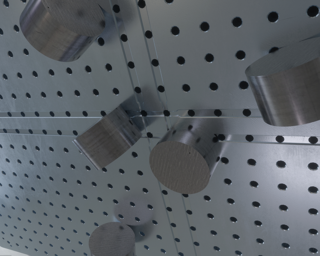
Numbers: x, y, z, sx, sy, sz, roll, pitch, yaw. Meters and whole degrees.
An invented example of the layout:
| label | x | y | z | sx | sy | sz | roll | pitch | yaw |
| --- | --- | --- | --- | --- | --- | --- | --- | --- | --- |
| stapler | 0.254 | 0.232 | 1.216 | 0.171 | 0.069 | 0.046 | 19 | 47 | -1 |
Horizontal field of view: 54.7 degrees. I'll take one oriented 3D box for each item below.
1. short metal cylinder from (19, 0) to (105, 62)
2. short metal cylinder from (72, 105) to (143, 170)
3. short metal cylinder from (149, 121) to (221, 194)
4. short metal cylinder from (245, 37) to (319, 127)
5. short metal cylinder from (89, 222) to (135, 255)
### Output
| label | x | y | z | sx | sy | sz | roll | pitch | yaw |
| --- | --- | --- | --- | --- | --- | --- | --- | --- | --- |
| short metal cylinder | -0.111 | -0.124 | 0.358 | 0.050 | 0.080 | 0.080 | -33 | 100 | 38 |
| short metal cylinder | -0.071 | 0.012 | 0.421 | 0.080 | 0.080 | 0.050 | -30 | 102 | 38 |
| short metal cylinder | 0.033 | 0.038 | 0.401 | 0.080 | 0.050 | 0.079 | 13 | 124 | 21 |
| short metal cylinder | 0.126 | -0.043 | 0.283 | 0.080 | 0.080 | 0.050 | -14 | 111 | 34 |
| short metal cylinder | -0.084 | 0.217 | 0.554 | 0.080 | 0.080 | 0.050 | 15 | 125 | 20 |
